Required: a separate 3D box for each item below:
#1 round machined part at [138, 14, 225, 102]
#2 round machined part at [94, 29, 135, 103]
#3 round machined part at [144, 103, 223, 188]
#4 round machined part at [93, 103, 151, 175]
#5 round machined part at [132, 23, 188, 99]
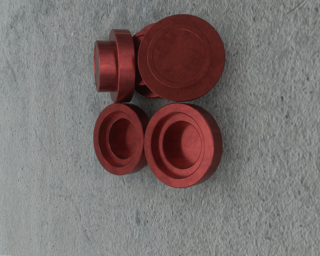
[{"bbox_3d":[0.023,-0.078,0.346,0.099,0.042,0.097,1,95,8],"label":"round machined part"},{"bbox_3d":[-0.064,-0.082,0.415,0.098,0.042,0.097,177,89,-73],"label":"round machined part"},{"bbox_3d":[0.031,0.020,0.368,0.098,0.042,0.097,0,90,39],"label":"round machined part"},{"bbox_3d":[-0.045,0.015,0.430,0.098,0.042,0.097,0,90,39],"label":"round machined part"},{"bbox_3d":[-0.010,-0.088,0.401,0.098,0.042,0.097,0,90,39],"label":"round machined part"}]
